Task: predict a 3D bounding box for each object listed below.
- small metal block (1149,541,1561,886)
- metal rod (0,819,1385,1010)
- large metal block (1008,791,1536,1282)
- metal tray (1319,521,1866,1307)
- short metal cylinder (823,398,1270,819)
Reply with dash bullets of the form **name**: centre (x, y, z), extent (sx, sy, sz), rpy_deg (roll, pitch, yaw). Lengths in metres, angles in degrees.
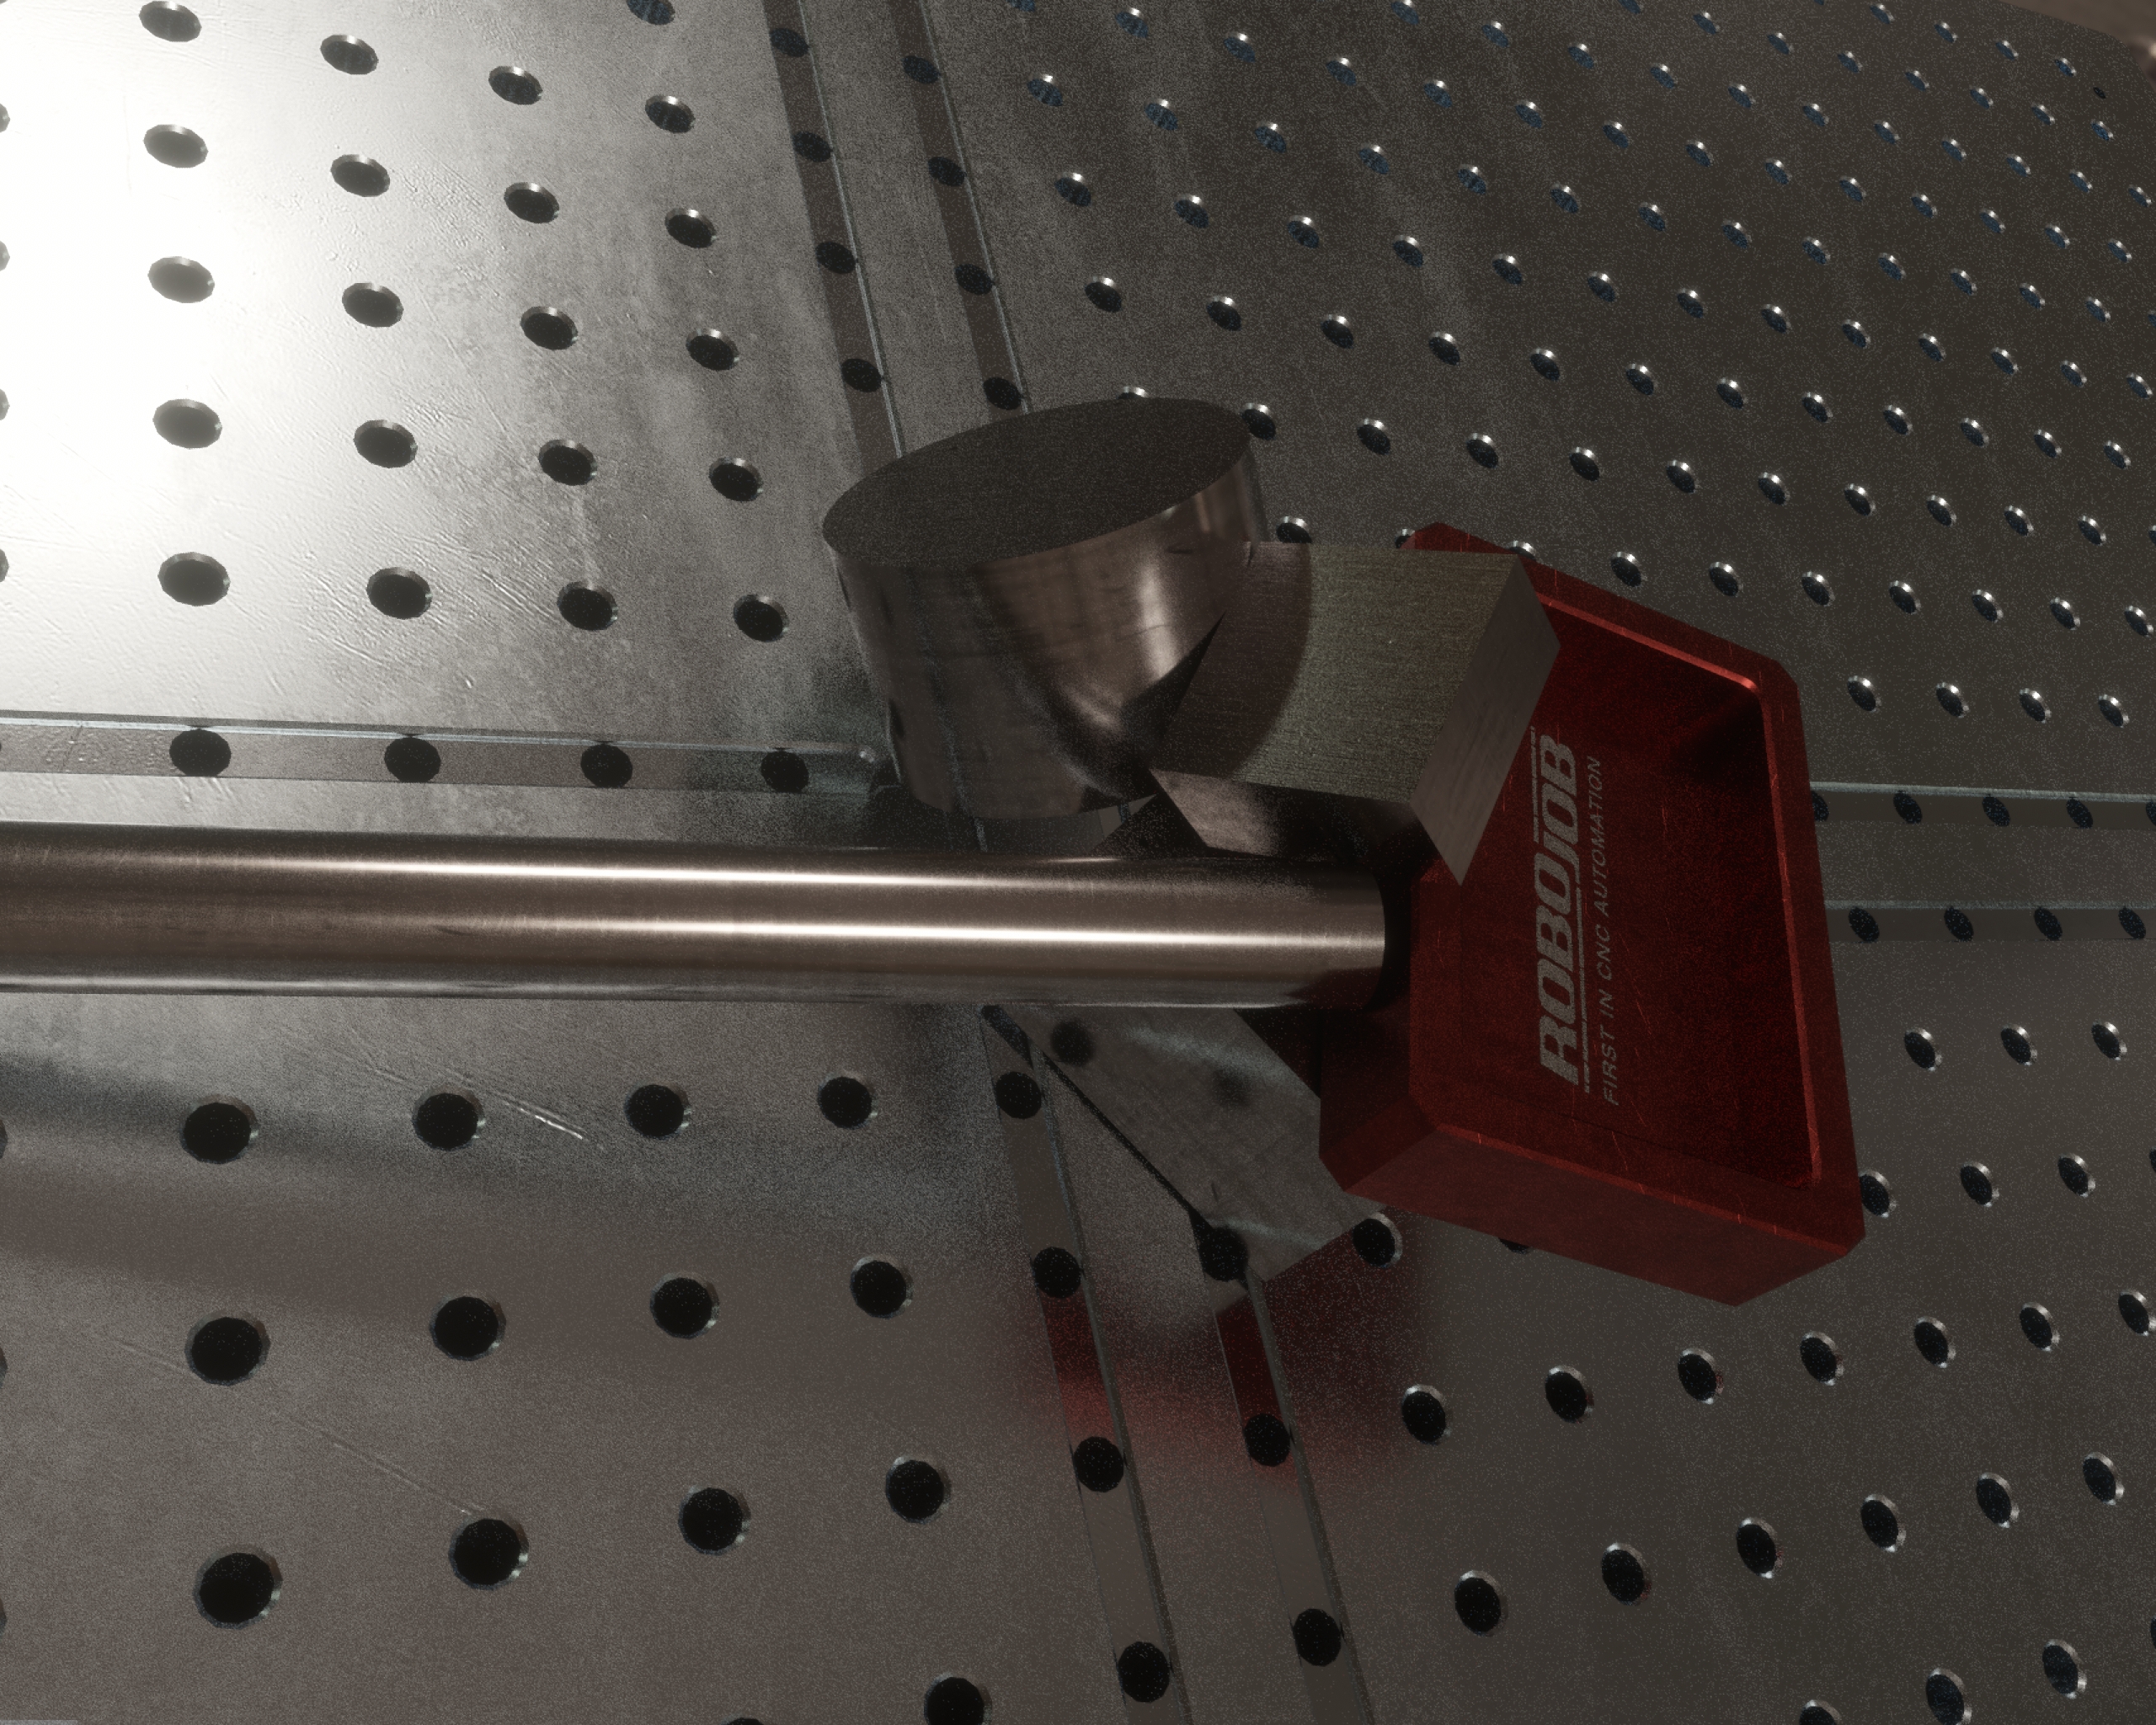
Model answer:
- **small metal block**: centre (0.048, -0.027, 0.359), extent (0.025, 0.050, 0.050), rpy_deg (50, 58, -46)
- **metal rod**: centre (-0.099, 0.008, 0.313), extent (0.302, 0.025, 0.025), rpy_deg (2, 60, -15)
- **large metal block**: centre (0.042, 0.019, 0.403), extent (0.080, 0.050, 0.080), rpy_deg (46, 51, 3)
- **metal tray**: centre (0.093, 0.007, 0.385), extent (0.091, 0.030, 0.130), rpy_deg (19, 54, -17)
- **short metal cylinder**: centre (-0.002, -0.050, 0.396), extent (0.080, 0.080, 0.050), rpy_deg (-40, 128, -39)
